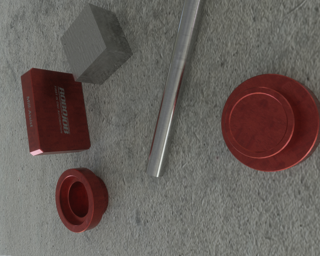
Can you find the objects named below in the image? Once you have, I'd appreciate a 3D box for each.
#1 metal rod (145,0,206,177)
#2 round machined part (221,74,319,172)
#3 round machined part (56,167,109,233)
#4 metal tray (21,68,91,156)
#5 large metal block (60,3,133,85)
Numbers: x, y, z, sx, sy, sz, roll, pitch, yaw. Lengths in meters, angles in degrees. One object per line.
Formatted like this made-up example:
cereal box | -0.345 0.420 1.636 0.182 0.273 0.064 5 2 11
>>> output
metal rod | 0.026 -0.083 0.382 0.025 0.025 0.298 21 103 37
round machined part | 0.104 -0.005 0.307 0.098 0.042 0.097 0 90 39
round machined part | -0.120 0.111 0.490 0.098 0.042 0.097 0 90 39
metal tray | -0.165 -0.025 0.495 0.030 0.091 0.129 -17 79 38
large metal block | -0.097 -0.123 0.466 0.080 0.050 0.080 -35 69 34
